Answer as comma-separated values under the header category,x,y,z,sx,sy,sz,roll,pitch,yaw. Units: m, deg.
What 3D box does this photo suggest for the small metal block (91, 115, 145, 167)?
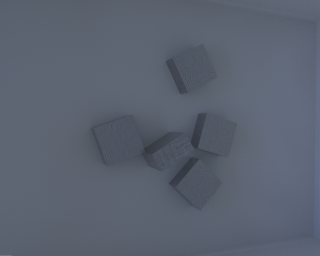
category,x,y,z,sx,sy,sz,roll,pitch,yaw
small metal block,-0.053,0.015,0.391,0.050,0.025,0.050,-21,97,-19

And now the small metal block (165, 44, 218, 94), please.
category,x,y,z,sx,sy,sz,roll,pitch,yaw
small metal block,0.044,-0.081,0.426,0.050,0.025,0.050,-28,100,-18

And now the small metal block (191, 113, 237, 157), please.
category,x,y,z,sx,sy,sz,roll,pitch,yaw
small metal block,0.076,0.010,0.438,0.050,0.025,0.050,17,84,-19

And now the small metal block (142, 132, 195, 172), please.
category,x,y,z,sx,sy,sz,roll,pitch,yaw
small metal block,0.008,0.029,0.400,0.050,0.050,0.025,-33,101,-17

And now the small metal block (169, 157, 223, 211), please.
category,x,y,z,sx,sy,sz,roll,pitch,yaw
small metal block,0.050,0.077,0.429,0.050,0.025,0.050,46,76,-14
